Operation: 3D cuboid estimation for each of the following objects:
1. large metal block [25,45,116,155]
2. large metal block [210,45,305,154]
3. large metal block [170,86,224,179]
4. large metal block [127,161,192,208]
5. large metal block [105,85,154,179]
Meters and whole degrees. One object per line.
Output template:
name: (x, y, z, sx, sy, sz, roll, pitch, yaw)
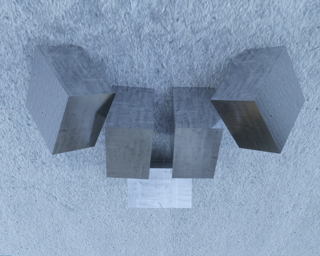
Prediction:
large metal block: (-0.100, -0.031, 0.333, 0.050, 0.080, 0.079, -11, 142, -41)
large metal block: (0.111, -0.031, 0.340, 0.050, 0.080, 0.080, 6, 143, 46)
large metal block: (0.040, 0.005, 0.378, 0.050, 0.080, 0.079, 1, 130, -1)
large metal block: (-0.001, 0.075, 0.428, 0.081, 0.080, 0.050, 1, 91, -1)
large metal block: (-0.035, 0.005, 0.376, 0.050, 0.080, 0.079, 4, 130, -4)
